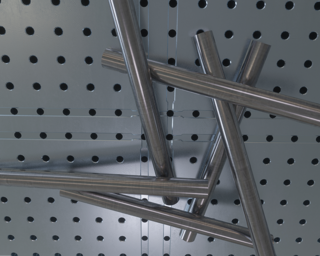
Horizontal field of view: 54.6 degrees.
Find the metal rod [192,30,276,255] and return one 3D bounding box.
[{"bbox_3d":[0.095,0.029,0.390,0.025,0.025,0.299,-17,96,6],"label":"metal rod"}]

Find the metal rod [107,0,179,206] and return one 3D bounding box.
[{"bbox_3d":[-0.014,-0.020,0.374,0.025,0.025,0.299,-11,122,4],"label":"metal rod"}]

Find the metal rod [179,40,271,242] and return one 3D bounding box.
[{"bbox_3d":[0.082,0.031,0.425,0.025,0.025,0.298,15,109,-6],"label":"metal rod"}]

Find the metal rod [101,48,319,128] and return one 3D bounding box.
[{"bbox_3d":[0.075,-0.043,0.353,0.301,0.025,0.025,17,110,11],"label":"metal rod"}]

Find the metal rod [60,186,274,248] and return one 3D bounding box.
[{"bbox_3d":[0.007,0.123,0.437,0.301,0.025,0.025,14,110,3],"label":"metal rod"}]

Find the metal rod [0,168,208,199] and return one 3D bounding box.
[{"bbox_3d":[-0.088,0.073,0.417,0.301,0.025,0.025,2,110,8],"label":"metal rod"}]
